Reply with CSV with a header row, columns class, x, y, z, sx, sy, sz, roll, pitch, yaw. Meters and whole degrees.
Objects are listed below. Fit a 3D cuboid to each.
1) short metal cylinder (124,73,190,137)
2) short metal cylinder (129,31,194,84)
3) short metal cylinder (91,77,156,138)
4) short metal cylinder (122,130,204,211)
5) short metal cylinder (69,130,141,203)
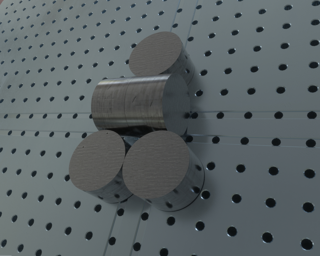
class,x,y,z,sx,sy,sz,roll,pitch,yaw
short metal cylinder,-0.001,-0.027,0.389,0.050,0.080,0.080,0,62,28
short metal cylinder,0.003,-0.091,0.445,0.080,0.050,0.080,-13,56,20
short metal cylinder,-0.045,-0.027,0.412,0.050,0.080,0.080,0,62,28
short metal cylinder,0.004,0.049,0.356,0.080,0.050,0.080,-13,56,20
short metal cylinder,-0.067,0.049,0.394,0.080,0.050,0.080,-13,56,20
